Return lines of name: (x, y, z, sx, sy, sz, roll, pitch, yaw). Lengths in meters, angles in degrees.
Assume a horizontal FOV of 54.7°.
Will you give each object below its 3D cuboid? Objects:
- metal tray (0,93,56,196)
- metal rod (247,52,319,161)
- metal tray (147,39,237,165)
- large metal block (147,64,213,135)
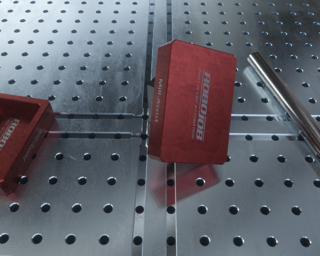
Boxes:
metal tray: (-0.202, 0.014, 0.390, 0.090, 0.030, 0.130, 9, 50, 7)
metal rod: (0.194, -0.003, 0.411, 0.025, 0.025, 0.300, -12, 51, -10)
metal tray: (0.038, -0.026, 0.354, 0.091, 0.030, 0.129, 6, 89, -29)
large metal block: (0.028, -0.041, 0.406, 0.050, 0.080, 0.080, 26, 55, 20)
